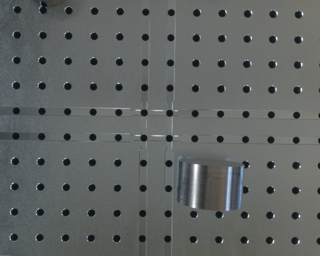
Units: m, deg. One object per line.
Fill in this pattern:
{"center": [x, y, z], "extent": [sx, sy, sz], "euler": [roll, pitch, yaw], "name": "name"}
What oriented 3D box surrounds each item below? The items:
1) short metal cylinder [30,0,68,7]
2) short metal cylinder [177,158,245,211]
{"center": [-0.152, -0.205, 0.399], "extent": [0.081, 0.050, 0.079], "euler": [0, 90, 0], "name": "short metal cylinder"}
{"center": [0.063, 0.067, 0.386], "extent": [0.081, 0.080, 0.050], "euler": [4, 90, 0], "name": "short metal cylinder"}
